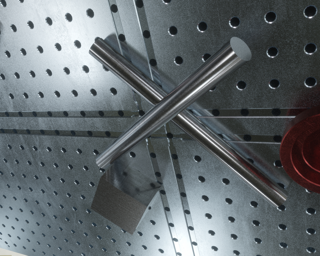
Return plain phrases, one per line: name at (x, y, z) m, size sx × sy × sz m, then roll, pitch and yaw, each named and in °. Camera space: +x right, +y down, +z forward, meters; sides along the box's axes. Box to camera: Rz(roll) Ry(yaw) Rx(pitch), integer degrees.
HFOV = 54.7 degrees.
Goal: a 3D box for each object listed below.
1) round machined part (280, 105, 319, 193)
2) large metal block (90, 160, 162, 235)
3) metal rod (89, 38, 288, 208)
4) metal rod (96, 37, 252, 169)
round machined part at (0.178, 0.019, 0.318) m, size 0.098 × 0.042 × 0.097 m, roll 13°, pitch 124°, yaw 20°
large metal block at (-0.055, 0.109, 0.490) m, size 0.080 × 0.050 × 0.079 m, roll 30°, pitch 128°, yaw 8°
metal rod at (0.035, -0.007, 0.387) m, size 0.300 × 0.025 × 0.025 m, roll 40°, pitch 129°, yaw 0°
metal rod at (-0.010, -0.008, 0.379) m, size 0.025 × 0.025 × 0.299 m, roll 47°, pitch 138°, yaw -5°
